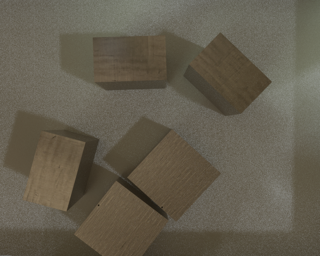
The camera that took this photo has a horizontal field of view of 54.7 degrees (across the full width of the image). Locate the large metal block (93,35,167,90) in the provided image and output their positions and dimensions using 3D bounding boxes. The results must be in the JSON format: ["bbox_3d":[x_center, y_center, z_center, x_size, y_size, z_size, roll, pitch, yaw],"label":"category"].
[{"bbox_3d":[-0.034,-0.077,0.383,0.081,0.080,0.050,-2,90,-1],"label":"large metal block"}]

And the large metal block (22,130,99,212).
[{"bbox_3d":[-0.117,0.047,0.382,0.050,0.080,0.080,15,90,0],"label":"large metal block"}]

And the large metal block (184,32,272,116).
[{"bbox_3d":[0.079,-0.062,0.385,0.080,0.080,0.050,44,90,-1],"label":"large metal block"}]

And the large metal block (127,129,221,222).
[{"bbox_3d":[0.017,0.057,0.399,0.080,0.050,0.080,43,90,-1],"label":"large metal block"}]

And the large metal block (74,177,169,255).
[{"bbox_3d":[-0.047,0.120,0.396,0.080,0.050,0.080,38,86,0],"label":"large metal block"}]
